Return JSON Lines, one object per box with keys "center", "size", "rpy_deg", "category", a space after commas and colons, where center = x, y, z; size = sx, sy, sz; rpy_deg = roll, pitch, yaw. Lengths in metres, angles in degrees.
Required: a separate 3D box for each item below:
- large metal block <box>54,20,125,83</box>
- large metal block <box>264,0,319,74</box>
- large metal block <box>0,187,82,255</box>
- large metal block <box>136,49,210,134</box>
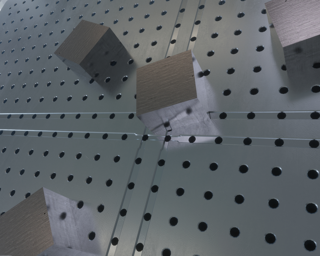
{"center": [-0.123, -0.136, 0.542], "size": [0.080, 0.050, 0.080], "rpy_deg": [28, 77, 37], "category": "large metal block"}
{"center": [0.181, -0.122, 0.373], "size": [0.080, 0.050, 0.080], "rpy_deg": [-17, 55, 18], "category": "large metal block"}
{"center": [-0.156, 0.136, 0.392], "size": [0.080, 0.050, 0.080], "rpy_deg": [-34, 51, 6], "category": "large metal block"}
{"center": [0.016, -0.047, 0.414], "size": [0.080, 0.050, 0.080], "rpy_deg": [-15, 55, 19], "category": "large metal block"}
